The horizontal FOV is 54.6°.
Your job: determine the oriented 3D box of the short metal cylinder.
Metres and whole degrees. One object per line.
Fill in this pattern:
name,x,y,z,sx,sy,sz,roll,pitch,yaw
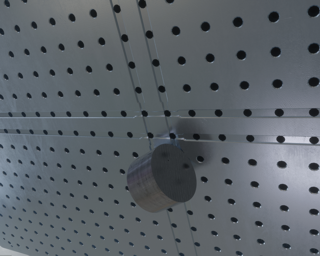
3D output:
short metal cylinder,0.003,0.068,0.416,0.050,0.080,0.080,-33,100,38
